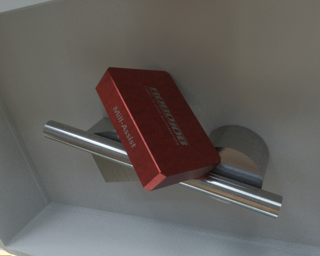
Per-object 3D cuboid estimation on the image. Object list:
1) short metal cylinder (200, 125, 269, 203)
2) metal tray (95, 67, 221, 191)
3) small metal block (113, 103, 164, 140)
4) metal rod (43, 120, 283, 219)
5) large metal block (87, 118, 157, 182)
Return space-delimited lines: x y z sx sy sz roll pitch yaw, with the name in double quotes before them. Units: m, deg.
"short metal cylinder" 0.085 0.044 0.372 0.080 0.050 0.079 13 124 20
"metal tray" -0.002 -0.005 0.329 0.030 0.091 0.130 -47 61 38
"small metal block" -0.027 -0.016 0.366 0.050 0.025 0.050 -15 77 5
"metal rod" -0.012 0.043 0.372 0.301 0.025 0.025 17 125 18
"large metal block" -0.048 0.027 0.432 0.080 0.050 0.080 -8 115 31
